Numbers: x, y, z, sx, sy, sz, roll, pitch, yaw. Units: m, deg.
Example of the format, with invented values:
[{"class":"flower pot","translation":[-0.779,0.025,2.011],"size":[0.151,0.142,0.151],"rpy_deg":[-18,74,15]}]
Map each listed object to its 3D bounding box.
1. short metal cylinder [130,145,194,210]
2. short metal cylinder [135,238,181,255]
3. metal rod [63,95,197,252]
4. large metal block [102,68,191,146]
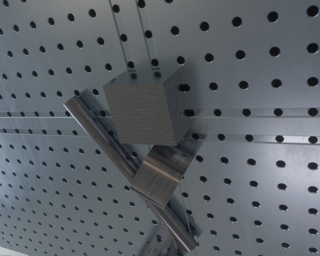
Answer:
[{"class":"short metal cylinder","translation":[0.004,0.060,0.411],"size":[0.050,0.080,0.079],"rpy_deg":[30,128,9]},{"class":"short metal cylinder","translation":[-0.007,0.244,0.550],"size":[0.080,0.050,0.079],"rpy_deg":[13,124,21]},{"class":"metal rod","translation":[-0.041,0.075,0.479],"size":[0.025,0.025,0.300],"rpy_deg":[-31,102,38]},{"class":"large metal block","translation":[-0.014,-0.026,0.386],"size":[0.080,0.050,0.080],"rpy_deg":[1,119,27]}]
